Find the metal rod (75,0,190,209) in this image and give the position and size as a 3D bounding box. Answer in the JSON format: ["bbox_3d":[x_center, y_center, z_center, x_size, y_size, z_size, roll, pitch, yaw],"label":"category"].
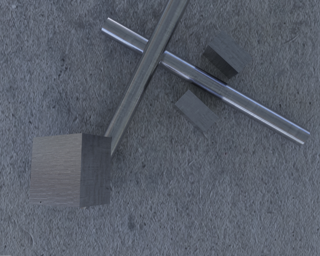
[{"bbox_3d":[-0.039,-0.032,0.392,0.025,0.025,0.299,27,97,-1],"label":"metal rod"}]

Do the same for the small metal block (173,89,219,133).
[{"bbox_3d":[0.044,-0.021,0.398,0.050,0.050,0.025,43,90,-1],"label":"small metal block"}]

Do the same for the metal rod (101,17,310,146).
[{"bbox_3d":[0.060,-0.061,0.410,0.301,0.025,0.025,30,90,-1],"label":"metal rod"}]

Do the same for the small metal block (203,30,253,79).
[{"bbox_3d":[0.085,-0.093,0.399,0.050,0.050,0.025,43,90,-1],"label":"small metal block"}]

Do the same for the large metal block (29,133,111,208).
[{"bbox_3d":[-0.107,0.051,0.374,0.080,0.050,0.080,-5,80,29],"label":"large metal block"}]
